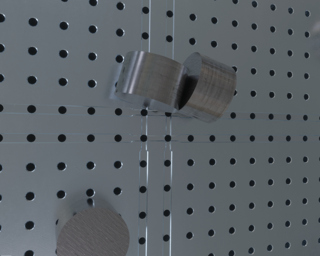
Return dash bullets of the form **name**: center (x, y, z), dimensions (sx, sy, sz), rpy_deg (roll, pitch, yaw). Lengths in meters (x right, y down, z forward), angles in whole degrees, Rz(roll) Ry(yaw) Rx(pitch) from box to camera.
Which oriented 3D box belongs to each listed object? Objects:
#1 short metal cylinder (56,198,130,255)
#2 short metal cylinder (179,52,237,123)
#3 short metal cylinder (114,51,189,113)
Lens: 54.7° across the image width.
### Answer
- **short metal cylinder**: center (-0.082, 0.129, 0.369), dimensions (0.081, 0.050, 0.079), rpy_deg (0, 90, -20)
- **short metal cylinder**: center (0.054, -0.051, 0.403), dimensions (0.050, 0.080, 0.080), rpy_deg (19, 84, -19)
- **short metal cylinder**: center (-0.010, -0.054, 0.380), dimensions (0.081, 0.080, 0.050), rpy_deg (17, 84, -19)
